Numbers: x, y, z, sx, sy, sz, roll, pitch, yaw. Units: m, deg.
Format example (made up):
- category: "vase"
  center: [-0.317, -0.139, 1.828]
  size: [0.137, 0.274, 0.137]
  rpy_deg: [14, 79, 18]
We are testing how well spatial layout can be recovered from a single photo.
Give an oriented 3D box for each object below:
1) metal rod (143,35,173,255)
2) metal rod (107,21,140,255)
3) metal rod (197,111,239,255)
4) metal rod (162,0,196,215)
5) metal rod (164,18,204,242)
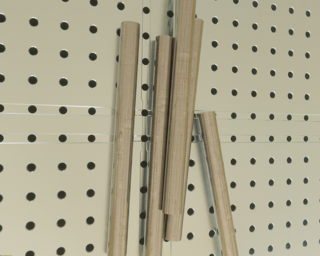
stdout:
- category: "metal rod"
  center: [-0.002, 0.029, 0.411]
  size: [0.025, 0.025, 0.298]
  rpy_deg: [4, 89, -20]
- category: "metal rod"
  center: [-0.046, 0.016, 0.395]
  size: [0.025, 0.025, 0.298]
  rpy_deg: [4, 89, -20]
- category: "metal rod"
  center: [0.091, 0.125, 0.445]
  size: [0.025, 0.025, 0.298]
  rpy_deg: [-11, 94, -20]
- category: "metal rod"
  center: [0.026, -0.041, 0.401]
  size: [0.025, 0.025, 0.299]
  rpy_deg: [5, 87, -20]
- category: "metal rod"
  center: [0.032, 0.001, 0.424]
  size: [0.025, 0.025, 0.299]
  rpy_deg: [7, 88, -20]
